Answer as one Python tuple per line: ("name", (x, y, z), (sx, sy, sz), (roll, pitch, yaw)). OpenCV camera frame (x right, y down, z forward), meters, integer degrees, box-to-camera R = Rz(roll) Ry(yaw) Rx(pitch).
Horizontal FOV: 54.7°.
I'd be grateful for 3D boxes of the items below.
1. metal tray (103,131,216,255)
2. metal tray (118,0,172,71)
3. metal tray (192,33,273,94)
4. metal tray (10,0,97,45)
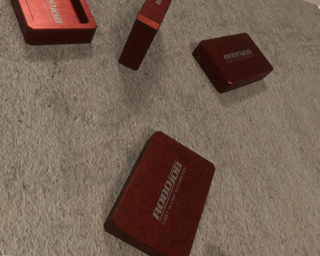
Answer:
("metal tray", (0.005, 0.077, 0.358), (0.090, 0.030, 0.130), (32, 51, -8))
("metal tray", (-0.014, -0.157, 0.450), (0.030, 0.090, 0.130), (26, 52, -9))
("metal tray", (0.130, -0.118, 0.545), (0.131, 0.030, 0.090), (-21, 73, -36))
("metal tray", (-0.153, -0.175, 0.425), (0.091, 0.030, 0.130), (-13, 69, -34))
